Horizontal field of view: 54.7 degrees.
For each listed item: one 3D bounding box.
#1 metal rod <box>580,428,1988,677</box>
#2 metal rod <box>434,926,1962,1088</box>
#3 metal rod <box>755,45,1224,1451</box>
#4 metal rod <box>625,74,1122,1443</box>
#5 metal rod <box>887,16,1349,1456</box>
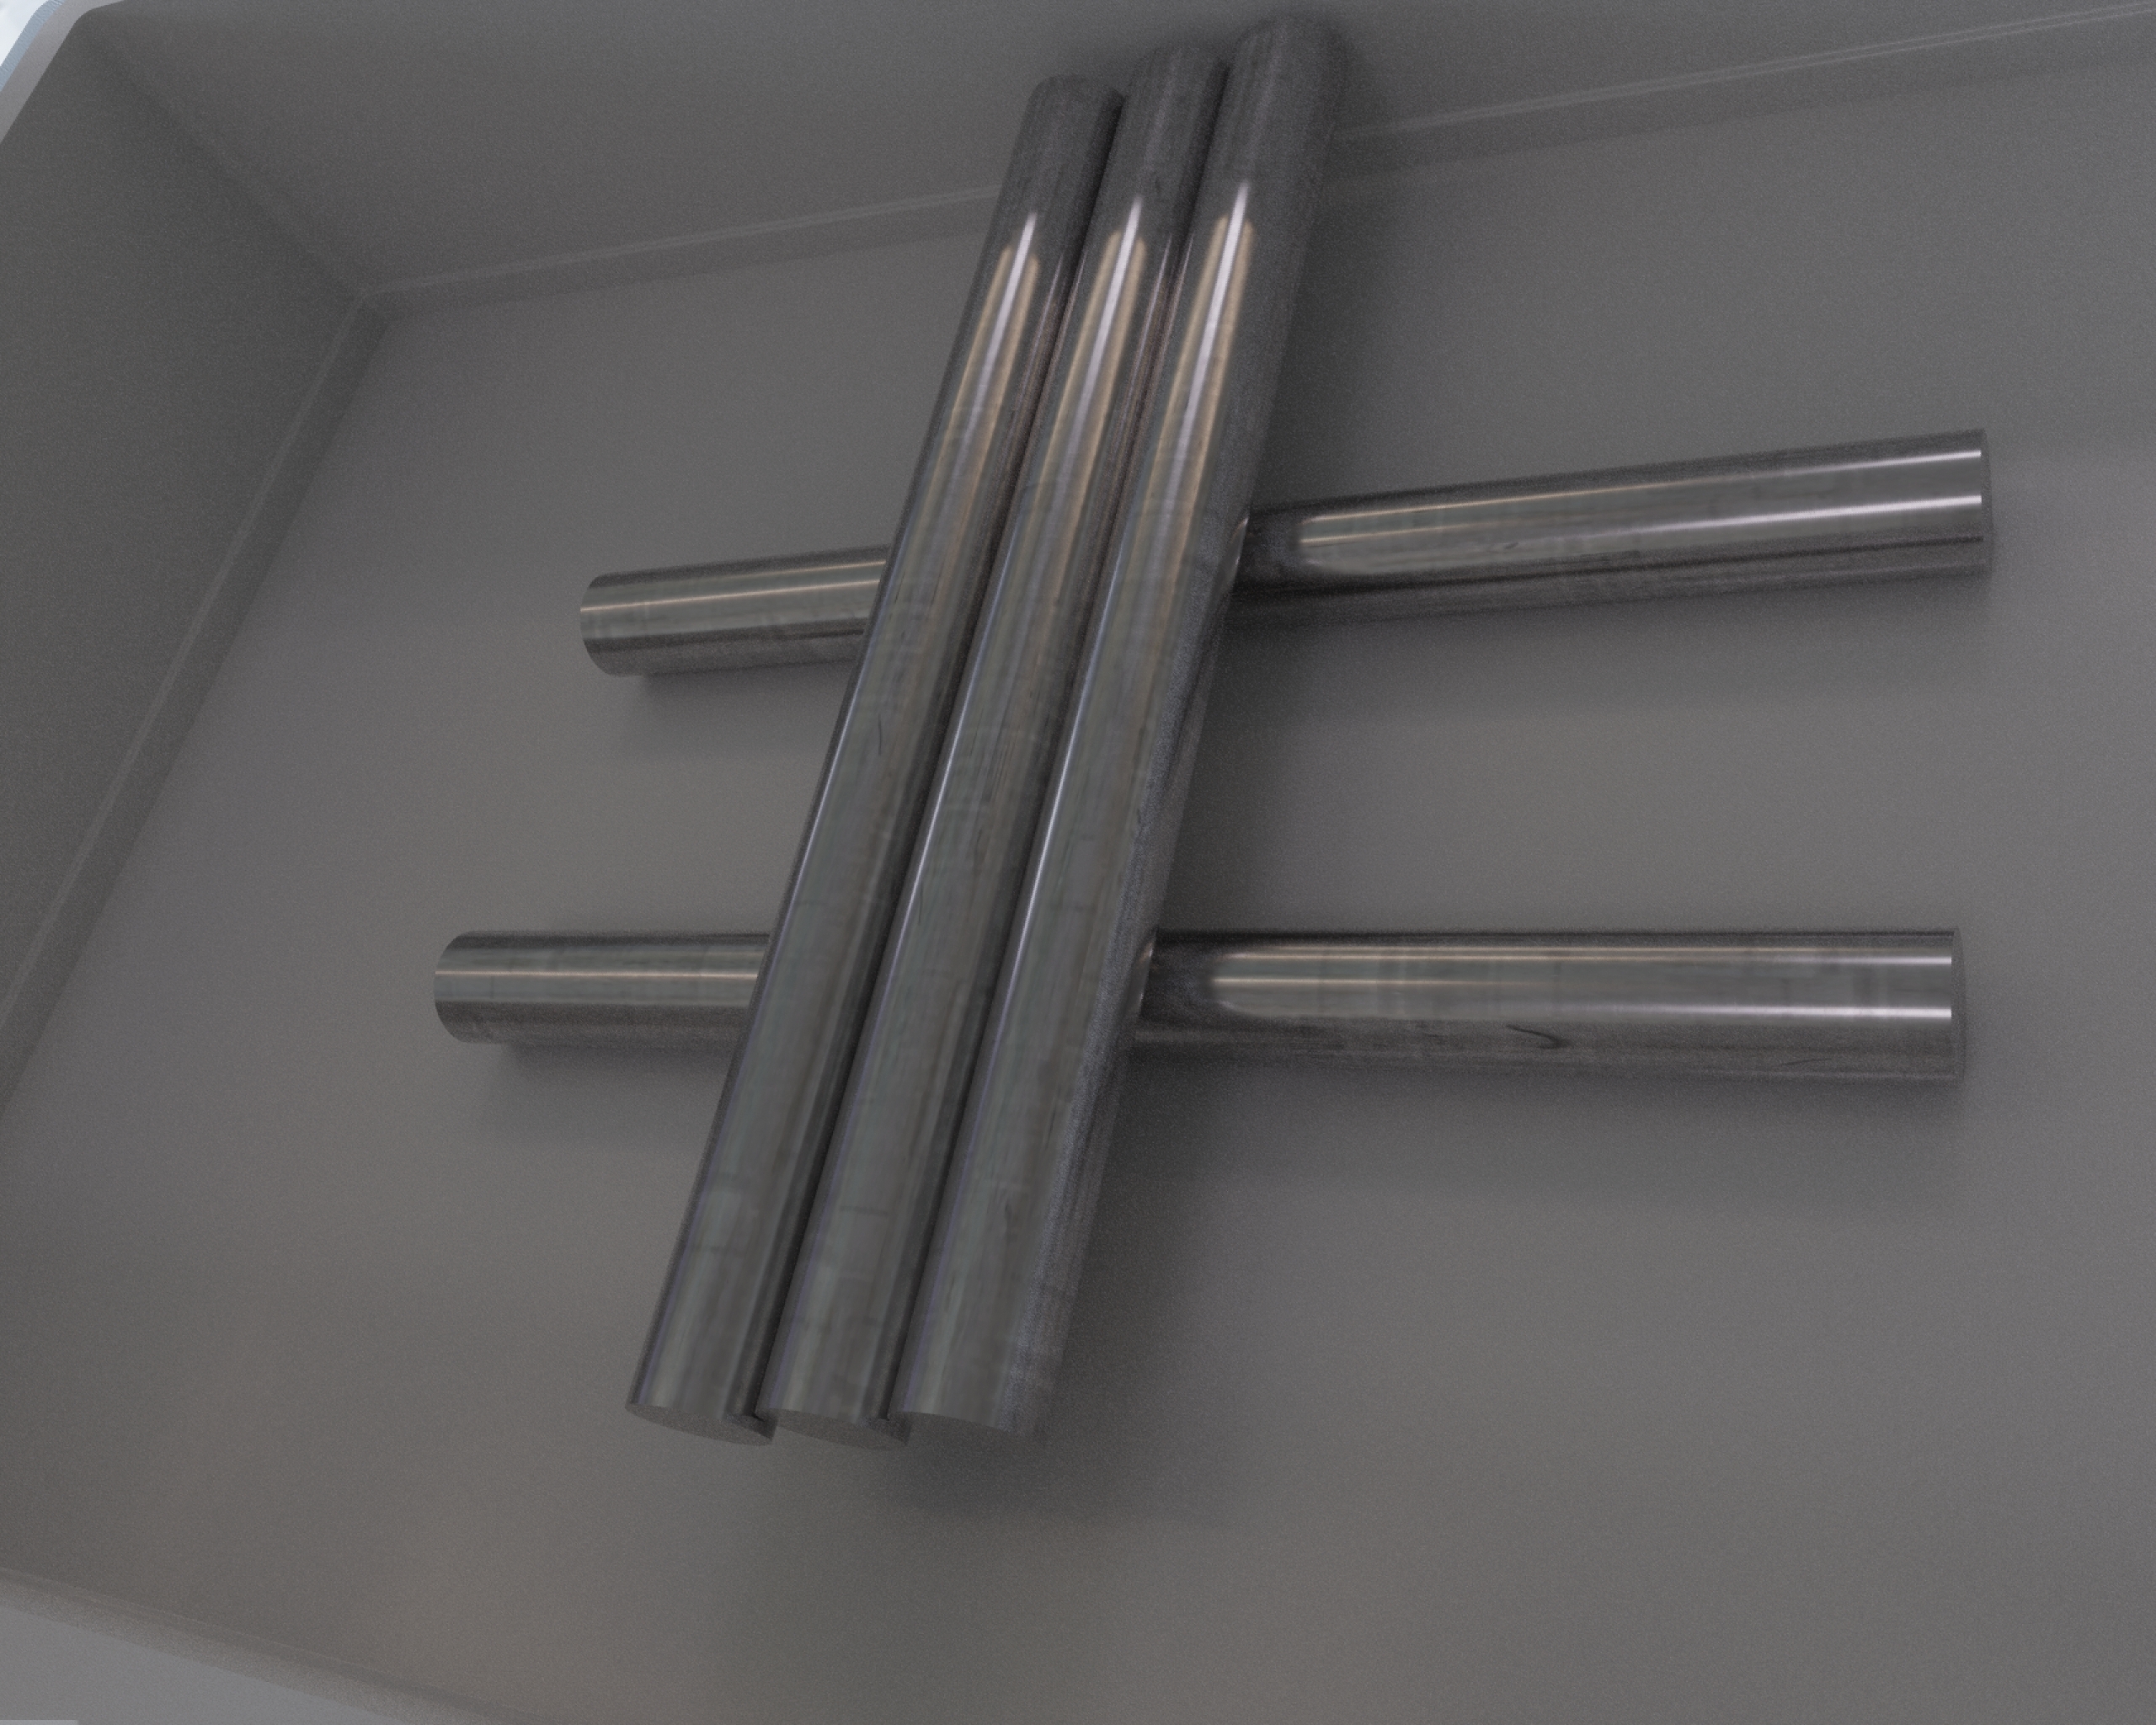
[{"bbox_3d":[0.023,-0.060,0.429,0.300,0.025,0.025,-1,61,27],"label":"metal rod"},{"bbox_3d":[0.002,0.025,0.389,0.300,0.025,0.025,-1,61,27],"label":"metal rod"},{"bbox_3d":[-0.008,-0.040,0.400,0.025,0.025,0.300,-1,61,28],"label":"metal rod"},{"bbox_3d":[-0.031,-0.038,0.411,0.025,0.025,0.300,-1,61,28],"label":"metal rod"},{"bbox_3d":[0.014,-0.042,0.389,0.025,0.025,0.300,-1,61,28],"label":"metal rod"}]
